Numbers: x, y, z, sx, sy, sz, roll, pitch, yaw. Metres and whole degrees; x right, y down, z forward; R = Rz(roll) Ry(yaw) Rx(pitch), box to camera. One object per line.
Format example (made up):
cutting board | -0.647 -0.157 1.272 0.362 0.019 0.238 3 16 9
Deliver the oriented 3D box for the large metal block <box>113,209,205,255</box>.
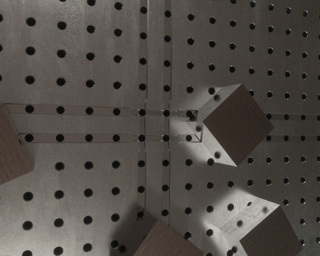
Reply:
large metal block | -0.005 0.166 0.399 0.080 0.050 0.080 40 77 -16

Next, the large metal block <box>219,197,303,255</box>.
large metal block | 0.149 0.163 0.457 0.080 0.050 0.080 -33 101 -17

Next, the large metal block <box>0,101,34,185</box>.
large metal block | -0.191 0.024 0.329 0.081 0.050 0.080 -25 99 -19

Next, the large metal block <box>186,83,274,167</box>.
large metal block | 0.098 -0.005 0.437 0.080 0.050 0.080 -43 104 -15
